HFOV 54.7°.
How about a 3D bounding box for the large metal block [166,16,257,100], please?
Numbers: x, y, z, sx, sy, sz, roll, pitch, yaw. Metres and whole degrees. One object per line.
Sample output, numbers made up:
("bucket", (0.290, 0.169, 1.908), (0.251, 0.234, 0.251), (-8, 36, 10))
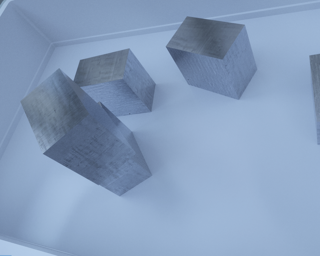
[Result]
("large metal block", (0.067, -0.087, 0.388), (0.080, 0.080, 0.050), (24, 75, 36))

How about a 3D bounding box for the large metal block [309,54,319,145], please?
("large metal block", (0.197, -0.032, 0.306), (0.080, 0.050, 0.080), (-5, 59, 25))

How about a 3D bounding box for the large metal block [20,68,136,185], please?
("large metal block", (-0.080, 0.000, 0.309), (0.050, 0.080, 0.080), (-41, 51, 0))

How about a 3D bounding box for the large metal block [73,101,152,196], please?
("large metal block", (-0.062, 0.027, 0.385), (0.050, 0.080, 0.080), (-34, 52, 6))

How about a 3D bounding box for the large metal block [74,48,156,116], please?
("large metal block", (-0.062, -0.059, 0.438), (0.080, 0.080, 0.050), (-6, 59, 24))
